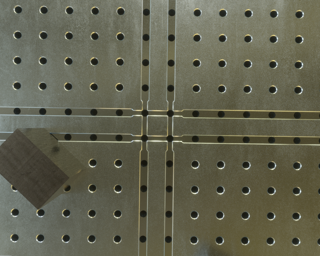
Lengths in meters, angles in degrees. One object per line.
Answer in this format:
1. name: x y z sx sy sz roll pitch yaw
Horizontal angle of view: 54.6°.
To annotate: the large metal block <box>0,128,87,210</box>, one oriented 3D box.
1. large metal block: -0.147 0.046 0.385 0.080 0.080 0.050 44 90 0
